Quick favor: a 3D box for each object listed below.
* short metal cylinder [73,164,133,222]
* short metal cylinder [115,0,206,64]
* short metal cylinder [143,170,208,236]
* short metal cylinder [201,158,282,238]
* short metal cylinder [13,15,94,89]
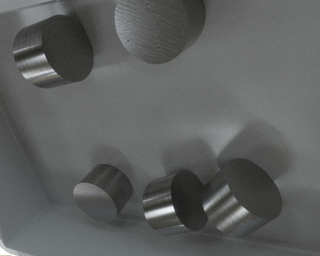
[{"bbox_3d":[-0.092,0.106,0.504,0.080,0.050,0.079,13,124,20],"label":"short metal cylinder"},{"bbox_3d":[0.001,-0.113,0.321,0.080,0.050,0.079,13,124,20],"label":"short metal cylinder"},{"bbox_3d":[0.023,0.103,0.423,0.050,0.080,0.080,-26,105,36],"label":"short metal cylinder"},{"bbox_3d":[0.097,0.084,0.373,0.080,0.080,0.050,38,129,2],"label":"short metal cylinder"},{"bbox_3d":[-0.129,-0.092,0.382,0.050,0.080,0.080,-7,115,31],"label":"short metal cylinder"}]
